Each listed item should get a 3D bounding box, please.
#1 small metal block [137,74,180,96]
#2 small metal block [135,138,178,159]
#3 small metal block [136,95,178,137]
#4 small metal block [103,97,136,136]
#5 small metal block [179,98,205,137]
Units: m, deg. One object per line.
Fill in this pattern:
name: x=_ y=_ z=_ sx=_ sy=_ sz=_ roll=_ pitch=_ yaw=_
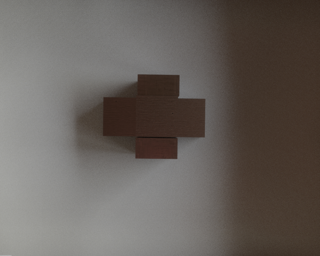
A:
small metal block: x=-0.002 y=-0.052 z=0.396 sx=0.050 sy=0.050 sz=0.025 roll=1 pitch=90 yaw=0
small metal block: x=-0.004 y=0.024 z=0.396 sx=0.050 sy=0.050 sz=0.025 roll=1 pitch=90 yaw=0
small metal block: x=-0.004 y=-0.014 z=0.384 sx=0.050 sy=0.025 sz=0.050 roll=1 pitch=90 yaw=-1
small metal block: x=-0.047 y=-0.014 z=0.409 sx=0.050 sy=0.025 sz=0.050 roll=1 pitch=90 yaw=0
small metal block: x=0.033 y=-0.013 z=0.410 sx=0.050 sy=0.025 sz=0.050 roll=1 pitch=90 yaw=-1
